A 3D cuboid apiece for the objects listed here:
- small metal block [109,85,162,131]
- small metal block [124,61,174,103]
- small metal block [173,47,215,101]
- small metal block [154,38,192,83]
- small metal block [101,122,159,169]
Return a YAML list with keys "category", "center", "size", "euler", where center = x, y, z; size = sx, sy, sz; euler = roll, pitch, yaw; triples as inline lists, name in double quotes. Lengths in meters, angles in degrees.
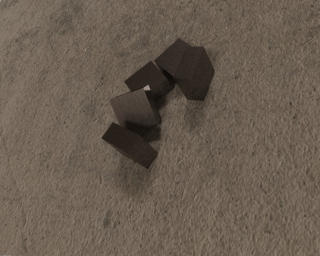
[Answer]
- category: "small metal block"
  center: [-0.032, -0.025, 0.416]
  size: [0.050, 0.050, 0.025]
  euler: [-18, 12, 17]
- category: "small metal block"
  center: [-0.016, -0.062, 0.449]
  size: [0.050, 0.025, 0.050]
  euler: [-38, 51, 2]
- category: "small metal block"
  center: [0.046, -0.070, 0.406]
  size: [0.025, 0.050, 0.050]
  euler: [9, 66, 32]
- category: "small metal block"
  center: [0.028, -0.095, 0.446]
  size: [0.050, 0.025, 0.050]
  euler: [-43, 51, -2]
- category: "small metal block"
  center: [-0.037, 0.023, 0.392]
  size: [0.050, 0.050, 0.025]
  euler: [25, 76, 36]
